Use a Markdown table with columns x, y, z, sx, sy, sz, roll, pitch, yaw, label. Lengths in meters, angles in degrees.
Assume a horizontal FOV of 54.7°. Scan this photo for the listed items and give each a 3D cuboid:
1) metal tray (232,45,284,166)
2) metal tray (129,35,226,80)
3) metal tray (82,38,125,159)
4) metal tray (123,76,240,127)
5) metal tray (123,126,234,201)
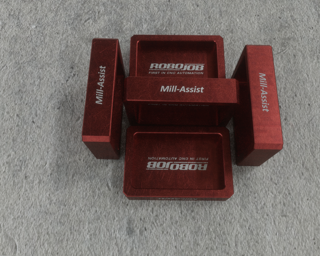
| x | y | z | sx | sy | sz | roll | pitch | yaw | label |
| --- | --- | --- | --- | --- | --- | --- | --- | --- | --- |
| 0.115 | -0.025 | 0.384 | 0.030 | 0.090 | 0.130 | 1 | 70 | 1 | metal tray |
| 0.024 | -0.085 | 0.438 | 0.131 | 0.030 | 0.090 | 0 | 73 | 0 | metal tray |
| -0.066 | -0.033 | 0.387 | 0.030 | 0.090 | 0.130 | 1 | 71 | 0 | metal tray |
| 0.025 | -0.029 | 0.387 | 0.131 | 0.090 | 0.030 | 1 | 72 | 0 | metal tray |
| 0.022 | 0.044 | 0.392 | 0.131 | 0.030 | 0.090 | 1 | 69 | 0 | metal tray |
